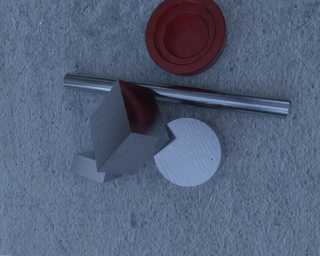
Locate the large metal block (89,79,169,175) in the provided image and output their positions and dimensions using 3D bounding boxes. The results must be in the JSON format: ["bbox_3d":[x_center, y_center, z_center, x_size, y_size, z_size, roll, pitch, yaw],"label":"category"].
[{"bbox_3d":[-0.042,0.001,0.380,0.080,0.050,0.080,-47,46,35],"label":"large metal block"}]

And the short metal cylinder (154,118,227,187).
[{"bbox_3d":[0.039,0.028,0.382,0.080,0.050,0.079,0,90,19],"label":"short metal cylinder"}]

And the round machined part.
[{"bbox_3d":[0.035,-0.113,0.387,0.098,0.042,0.097,0,90,19],"label":"round machined part"}]

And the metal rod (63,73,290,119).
[{"bbox_3d":[0.007,-0.046,0.405,0.301,0.025,0.025,9,93,19],"label":"metal rod"}]

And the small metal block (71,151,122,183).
[{"bbox_3d":[-0.084,0.052,0.424,0.050,0.050,0.025,15,95,19],"label":"small metal block"}]
